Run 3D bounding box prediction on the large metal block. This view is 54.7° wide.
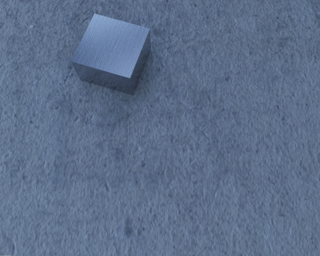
[{"bbox_3d":[-0.064,-0.102,0.431,0.080,0.050,0.080,17,71,5],"label":"large metal block"}]
